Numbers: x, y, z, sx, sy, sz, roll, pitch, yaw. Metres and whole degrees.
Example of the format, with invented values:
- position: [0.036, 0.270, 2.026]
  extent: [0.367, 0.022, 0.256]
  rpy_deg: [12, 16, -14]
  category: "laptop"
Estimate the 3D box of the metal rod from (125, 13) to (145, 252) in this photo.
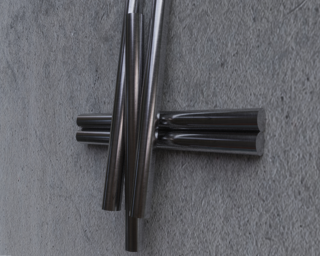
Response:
- position: [-0.032, 0.005, 0.398]
  extent: [0.025, 0.025, 0.298]
  rpy_deg: [0, 90, 39]
  category: "metal rod"

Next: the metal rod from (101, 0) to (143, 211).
- position: [-0.049, -0.042, 0.417]
  extent: [0.025, 0.025, 0.298]
  rpy_deg: [0, 82, 39]
  category: "metal rod"

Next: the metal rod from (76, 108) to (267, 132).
- position: [-0.011, -0.010, 0.414]
  extent: [0.300, 0.025, 0.025]
  rpy_deg: [1, 91, 39]
  category: "metal rod"

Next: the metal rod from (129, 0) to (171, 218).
- position: [-0.010, -0.042, 0.385]
  extent: [0.025, 0.025, 0.298]
  rpy_deg: [0, 82, 39]
  category: "metal rod"

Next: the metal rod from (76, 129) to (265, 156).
- position: [-0.012, 0.015, 0.415]
  extent: [0.300, 0.025, 0.025]
  rpy_deg: [1, 91, 39]
  category: "metal rod"
